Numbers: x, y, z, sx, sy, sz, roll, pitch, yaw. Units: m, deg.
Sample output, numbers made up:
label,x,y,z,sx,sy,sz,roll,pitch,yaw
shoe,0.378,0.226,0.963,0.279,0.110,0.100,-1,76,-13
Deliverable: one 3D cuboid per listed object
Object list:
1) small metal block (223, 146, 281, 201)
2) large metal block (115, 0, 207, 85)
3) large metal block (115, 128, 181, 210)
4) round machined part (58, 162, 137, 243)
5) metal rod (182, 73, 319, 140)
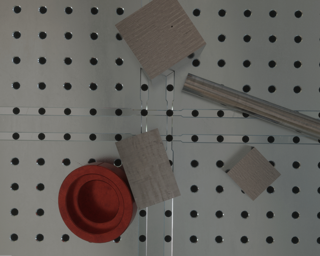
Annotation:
label,x,y,z,sx,sy,sz,roll,pitch,yaw
small metal block,0.122,0.060,0.414,0.050,0.025,0.050,-44,90,0
large metal block,0.001,-0.114,0.401,0.080,0.050,0.080,-34,90,0
large metal block,-0.014,0.046,0.385,0.050,0.080,0.080,-19,90,-2
round machined part,-0.075,0.091,0.397,0.098,0.042,0.097,1,95,13
metal rod,0.175,-0.011,0.414,0.301,0.025,0.025,20,90,0
